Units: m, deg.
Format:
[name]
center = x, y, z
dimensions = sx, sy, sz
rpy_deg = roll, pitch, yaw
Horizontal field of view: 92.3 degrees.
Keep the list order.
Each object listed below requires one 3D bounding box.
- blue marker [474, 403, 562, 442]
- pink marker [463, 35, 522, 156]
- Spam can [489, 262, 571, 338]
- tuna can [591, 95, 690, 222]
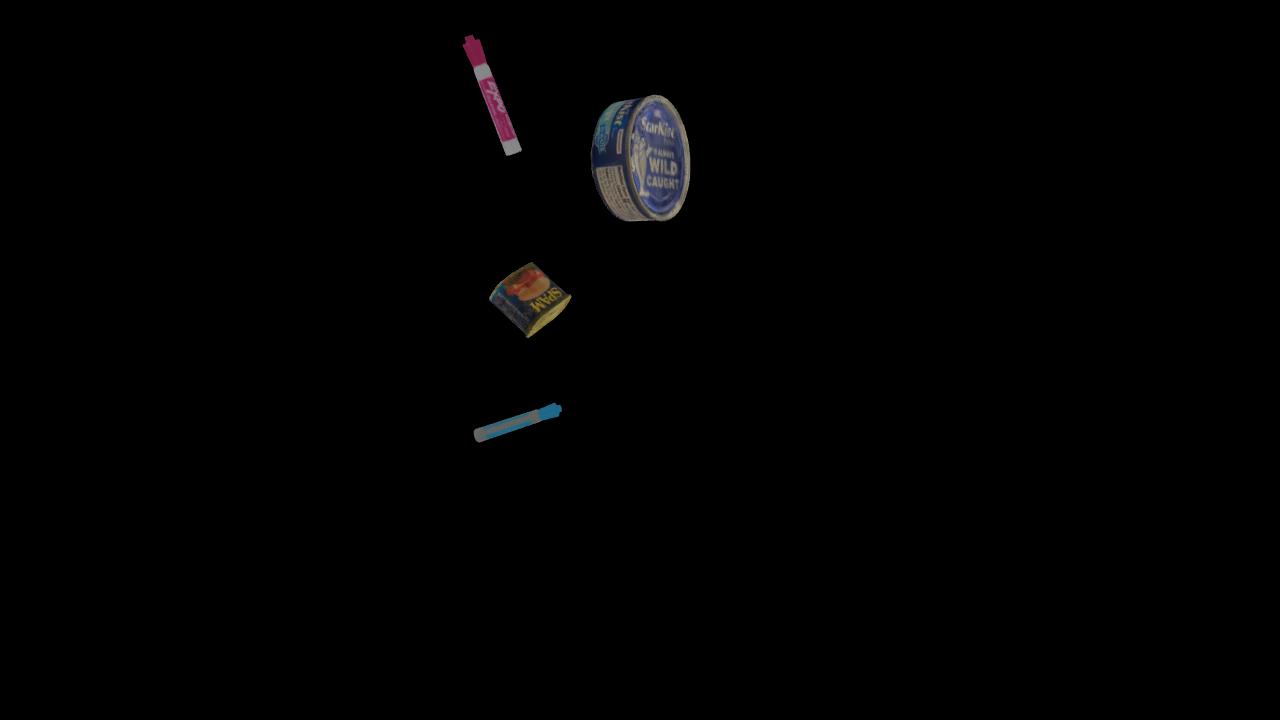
[blue marker]
center = -0.159, 0.081, 0.803
dimensions = 0.121, 0.020, 0.020
rpy_deg = -18, -3, 9
[pink marker]
center = -0.158, -0.281, 0.657
dimensions = 0.020, 0.121, 0.020
rpy_deg = -15, 27, 8
[Spam can]
center = -0.172, -0.096, 0.967
dimensions = 0.058, 0.085, 0.101
rpy_deg = -48, -2, 42
[tuna can]
center = 0.002, -0.141, 0.435
dimensions = 0.034, 0.084, 0.084
rpy_deg = 6, 3, 32
